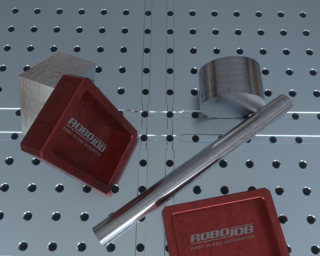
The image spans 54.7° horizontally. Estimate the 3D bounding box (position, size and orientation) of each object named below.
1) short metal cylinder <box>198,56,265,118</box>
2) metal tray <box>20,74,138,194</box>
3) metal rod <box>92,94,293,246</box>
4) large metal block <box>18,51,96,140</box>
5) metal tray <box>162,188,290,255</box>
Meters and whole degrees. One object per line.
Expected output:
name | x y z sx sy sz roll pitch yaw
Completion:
short metal cylinder | 0.091 -0.050 0.401 0.081 0.080 0.050 -1 70 0
metal tray | -0.080 0.012 0.350 0.030 0.130 0.090 15 69 28
metal rod | 0.050 0.046 0.395 0.301 0.025 0.025 -34 74 -12
large metal block | -0.122 -0.036 0.378 0.050 0.079 0.080 19 36 7
metal tray | 0.074 0.127 0.362 0.131 0.030 0.090 -10 70 -4
